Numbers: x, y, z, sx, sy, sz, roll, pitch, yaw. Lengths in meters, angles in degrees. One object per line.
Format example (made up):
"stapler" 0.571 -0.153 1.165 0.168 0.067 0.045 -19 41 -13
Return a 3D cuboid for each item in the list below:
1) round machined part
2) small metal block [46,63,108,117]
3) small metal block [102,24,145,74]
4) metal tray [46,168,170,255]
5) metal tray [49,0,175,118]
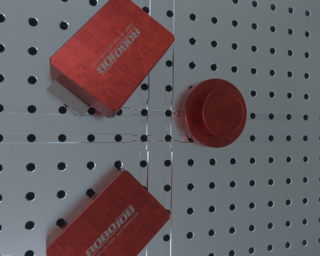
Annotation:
"round machined part" 0.081 -0.021 0.433 0.099 0.042 0.097 0 90 -20
"small metal block" -0.100 -0.048 0.375 0.050 0.025 0.050 39 78 -16
"small metal block" -0.049 -0.098 0.394 0.050 0.025 0.050 10 87 -20
"metal tray" -0.063 0.126 0.387 0.130 0.030 0.090 -46 104 -14
"metal tray" -0.054 -0.088 0.369 0.090 0.030 0.130 38 66 -6
